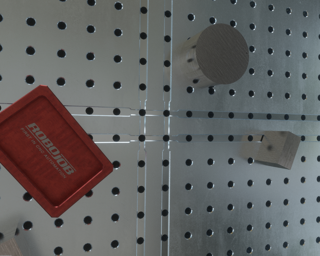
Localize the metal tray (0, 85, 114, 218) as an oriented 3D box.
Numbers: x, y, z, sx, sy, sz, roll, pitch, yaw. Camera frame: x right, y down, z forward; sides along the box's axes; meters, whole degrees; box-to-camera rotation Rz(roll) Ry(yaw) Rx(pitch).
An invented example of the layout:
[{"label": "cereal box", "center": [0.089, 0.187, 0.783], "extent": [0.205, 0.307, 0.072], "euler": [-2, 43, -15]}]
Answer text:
[{"label": "metal tray", "center": [-0.130, 0.027, 0.362], "extent": [0.090, 0.030, 0.130], "euler": [-41, 103, -16]}]

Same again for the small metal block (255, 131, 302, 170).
[{"label": "small metal block", "center": [0.177, 0.032, 0.467], "extent": [0.025, 0.050, 0.050], "euler": [25, 82, -19]}]

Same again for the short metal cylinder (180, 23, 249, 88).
[{"label": "short metal cylinder", "center": [0.074, -0.097, 0.428], "extent": [0.081, 0.050, 0.079], "euler": [0, 90, -21]}]

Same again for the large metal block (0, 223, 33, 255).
[{"label": "large metal block", "center": [-0.179, 0.164, 0.334], "extent": [0.081, 0.050, 0.080], "euler": [-24, 98, -19]}]
